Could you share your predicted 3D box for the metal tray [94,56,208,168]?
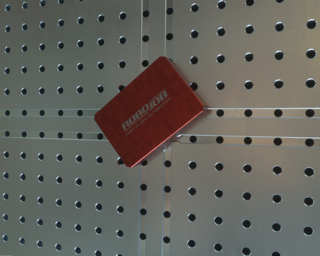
[{"bbox_3d":[-0.014,-0.020,0.414,0.130,0.030,0.090,-39,78,15],"label":"metal tray"}]
